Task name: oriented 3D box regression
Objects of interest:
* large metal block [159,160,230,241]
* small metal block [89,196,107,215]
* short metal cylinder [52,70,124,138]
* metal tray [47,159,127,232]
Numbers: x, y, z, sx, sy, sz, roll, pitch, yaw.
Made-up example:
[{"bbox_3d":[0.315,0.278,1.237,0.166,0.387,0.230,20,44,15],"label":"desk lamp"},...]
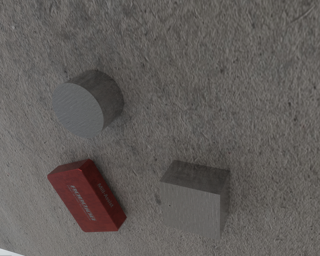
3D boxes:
[{"bbox_3d":[0.049,0.097,0.425,0.080,0.050,0.079,8,122,23],"label":"large metal block"},{"bbox_3d":[-0.113,0.128,0.545,0.050,0.025,0.050,-14,111,34],"label":"small metal block"},{"bbox_3d":[-0.097,-0.033,0.421,0.080,0.050,0.079,13,124,21],"label":"short metal cylinder"},{"bbox_3d":[-0.126,0.120,0.535,0.090,0.030,0.130,-15,111,34],"label":"metal tray"}]
